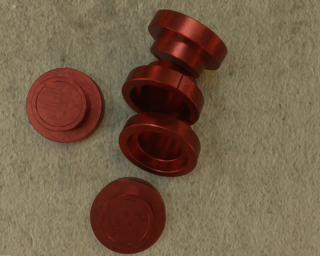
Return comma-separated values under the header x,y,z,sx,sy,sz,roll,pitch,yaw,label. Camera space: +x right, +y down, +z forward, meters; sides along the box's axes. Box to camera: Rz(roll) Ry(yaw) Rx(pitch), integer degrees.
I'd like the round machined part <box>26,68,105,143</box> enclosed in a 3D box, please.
x,y,z,sx,sy,sz,roll,pitch,yaw,label
-0.124,-0.030,0.400,0.099,0.042,0.097,0,90,-1,round machined part

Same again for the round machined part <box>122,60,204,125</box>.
x,y,z,sx,sy,sz,roll,pitch,yaw,label
0.007,-0.045,0.379,0.098,0.098,0.042,22,65,-1,round machined part

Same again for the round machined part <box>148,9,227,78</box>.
x,y,z,sx,sy,sz,roll,pitch,yaw,label
0.027,-0.095,0.374,0.098,0.098,0.042,30,89,-1,round machined part

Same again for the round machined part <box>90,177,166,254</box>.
x,y,z,sx,sy,sz,roll,pitch,yaw,label
-0.041,0.115,0.401,0.099,0.042,0.097,0,90,-1,round machined part

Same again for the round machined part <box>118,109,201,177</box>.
x,y,z,sx,sy,sz,roll,pitch,yaw,label
0.002,0.015,0.384,0.098,0.097,0.042,23,50,-1,round machined part
